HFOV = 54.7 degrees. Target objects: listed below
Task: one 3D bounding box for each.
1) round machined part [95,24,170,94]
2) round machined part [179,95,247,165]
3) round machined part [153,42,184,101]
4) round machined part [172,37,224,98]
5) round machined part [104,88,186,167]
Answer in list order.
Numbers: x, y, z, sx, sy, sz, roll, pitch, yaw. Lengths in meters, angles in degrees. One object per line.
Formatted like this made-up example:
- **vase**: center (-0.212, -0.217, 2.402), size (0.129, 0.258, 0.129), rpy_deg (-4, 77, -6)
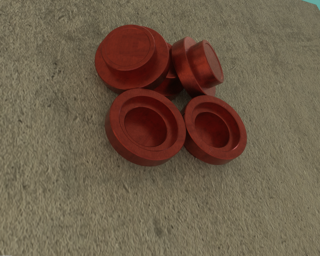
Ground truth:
- **round machined part**: center (-0.037, -0.094, 0.402), size (0.099, 0.042, 0.098), rpy_deg (-2, 69, 6)
- **round machined part**: center (0.067, 0.006, 0.428), size (0.099, 0.042, 0.098), rpy_deg (14, 56, -21)
- **round machined part**: center (-0.003, -0.088, 0.447), size (0.099, 0.042, 0.098), rpy_deg (14, 56, -21)
- **round machined part**: center (0.061, -0.090, 0.456), size (0.098, 0.042, 0.098), rpy_deg (41, 38, -42)
- **round machined part**: center (-0.021, 0.003, 0.383), size (0.099, 0.042, 0.098), rpy_deg (14, 56, -21)
